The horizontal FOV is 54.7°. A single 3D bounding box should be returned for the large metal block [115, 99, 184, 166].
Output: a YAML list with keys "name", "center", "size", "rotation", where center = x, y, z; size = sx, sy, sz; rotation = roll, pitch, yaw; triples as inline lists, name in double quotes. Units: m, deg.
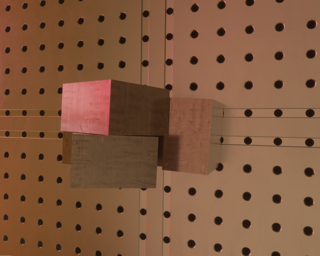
- name: "large metal block"
  center: [-0.015, 0.005, 0.401]
  size: [0.080, 0.050, 0.079]
  rotation: [3, 91, 19]

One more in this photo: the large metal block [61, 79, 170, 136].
- name: "large metal block"
  center: [-0.047, -0.019, 0.331]
  size: [0.080, 0.081, 0.050]
  rotation: [3, 91, 42]

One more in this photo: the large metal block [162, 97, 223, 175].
- name: "large metal block"
  center: [0.042, 0.008, 0.368]
  size: [0.050, 0.080, 0.079]
  rotation: [4, 92, 20]

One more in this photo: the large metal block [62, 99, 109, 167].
- name: "large metal block"
  center: [-0.082, 0.005, 0.411]
  size: [0.050, 0.080, 0.079]
  rotation: [2, 91, 20]

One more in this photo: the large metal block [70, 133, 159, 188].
- name: "large metal block"
  center: [-0.051, 0.031, 0.329]
  size: [0.081, 0.080, 0.050]
  rotation: [3, 91, -14]
